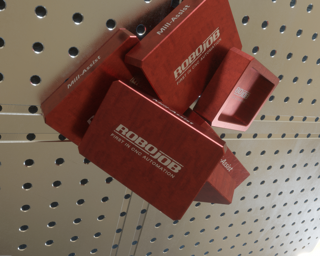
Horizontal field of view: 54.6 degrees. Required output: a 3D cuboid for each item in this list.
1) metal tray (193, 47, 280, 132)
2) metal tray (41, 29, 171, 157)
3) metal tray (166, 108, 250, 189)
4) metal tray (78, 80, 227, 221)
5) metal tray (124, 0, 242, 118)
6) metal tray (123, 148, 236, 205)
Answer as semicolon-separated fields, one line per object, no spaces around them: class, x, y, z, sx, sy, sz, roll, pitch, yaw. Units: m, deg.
metal tray;0.104;-0.043;0.406;0.131;0.030;0.090;7;118;-56
metal tray;-0.056;-0.035;0.355;0.130;0.030;0.090;-43;130;2
metal tray;0.058;0.019;0.410;0.030;0.090;0.130;-44;129;2
metal tray;-0.010;0.021;0.320;0.090;0.130;0.030;-59;169;14
metal tray;0.032;-0.084;0.349;0.130;0.030;0.090;-47;134;-14
metal tray;0.018;0.061;0.396;0.090;0.130;0.030;45;54;-39
